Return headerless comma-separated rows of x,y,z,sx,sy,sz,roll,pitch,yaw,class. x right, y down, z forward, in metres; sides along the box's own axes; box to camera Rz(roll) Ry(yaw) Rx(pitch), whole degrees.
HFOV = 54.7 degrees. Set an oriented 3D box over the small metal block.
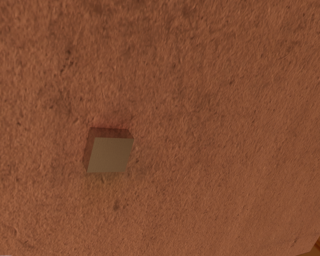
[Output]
-0.066,0.028,0.389,0.050,0.025,0.050,4,117,-31,small metal block
